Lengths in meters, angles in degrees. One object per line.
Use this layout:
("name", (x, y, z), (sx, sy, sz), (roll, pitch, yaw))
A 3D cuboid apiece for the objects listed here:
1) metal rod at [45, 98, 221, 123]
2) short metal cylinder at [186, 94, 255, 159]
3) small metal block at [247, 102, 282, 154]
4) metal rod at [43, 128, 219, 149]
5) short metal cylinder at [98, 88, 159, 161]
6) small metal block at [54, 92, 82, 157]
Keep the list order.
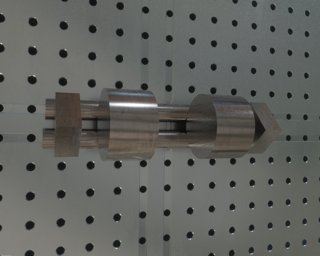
("metal rod", (0.008, -0.020, 0.415), (0.302, 0.025, 0.025), (1, 90, -20))
("short metal cylinder", (0.073, -0.002, 0.387), (0.050, 0.080, 0.079), (1, 90, -20))
("small metal block", (0.132, 0.000, 0.424), (0.025, 0.050, 0.050), (1, 49, -20))
("metal rod", (0.005, 0.015, 0.414), (0.302, 0.025, 0.025), (1, 90, -20))
("short metal cylinder", (-0.038, -0.003, 0.346), (0.050, 0.080, 0.079), (1, 90, -20))
("small metal block", (-0.101, -0.003, 0.338), (0.025, 0.050, 0.050), (1, 48, -20))
